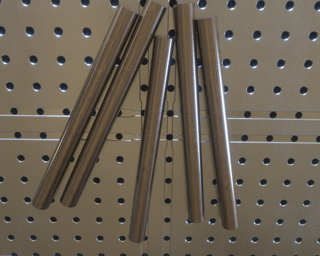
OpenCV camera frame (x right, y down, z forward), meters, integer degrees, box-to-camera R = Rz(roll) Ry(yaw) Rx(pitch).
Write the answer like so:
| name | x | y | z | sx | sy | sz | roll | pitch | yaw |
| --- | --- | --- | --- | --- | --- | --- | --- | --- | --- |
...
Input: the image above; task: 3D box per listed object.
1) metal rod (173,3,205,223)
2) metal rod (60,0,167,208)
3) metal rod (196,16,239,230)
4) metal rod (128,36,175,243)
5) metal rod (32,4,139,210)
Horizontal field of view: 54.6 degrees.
| name | x | y | z | sx | sy | sz | roll | pitch | yaw |
| --- | --- | --- | --- | --- | --- | --- | --- | --- | --- |
| metal rod | 0.041 | -0.005 | 0.412 | 0.025 | 0.025 | 0.298 | -5 | 110 | 2 |
| metal rod | -0.068 | -0.019 | 0.406 | 0.025 | 0.025 | 0.298 | 24 | 108 | -9 |
| metal rod | 0.080 | 0.008 | 0.417 | 0.025 | 0.025 | 0.298 | -9 | 110 | 3 |
| metal rod | -0.015 | 0.029 | 0.424 | 0.025 | 0.025 | 0.298 | 7 | 110 | -3 |
| metal rod | -0.105 | -0.014 | 0.407 | 0.025 | 0.025 | 0.298 | 26 | 108 | -9 |
